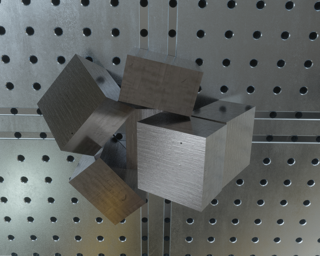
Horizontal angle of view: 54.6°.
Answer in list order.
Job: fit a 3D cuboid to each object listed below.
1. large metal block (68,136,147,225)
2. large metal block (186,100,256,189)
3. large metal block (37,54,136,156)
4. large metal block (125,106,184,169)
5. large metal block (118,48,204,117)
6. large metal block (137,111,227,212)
[{"bbox_3d":[-0.062,0.063,0.405,0.050,0.080,0.080,-38,106,12],"label":"large metal block"},{"bbox_3d":[0.074,0.016,0.382,0.050,0.081,0.079,14,114,35],"label":"large metal block"},{"bbox_3d":[-0.089,-0.026,0.367,0.080,0.080,0.050,-47,148,15],"label":"large metal block"},{"bbox_3d":[-0.001,0.007,0.402,0.080,0.050,0.079,1,110,-1],"label":"large metal block"},{"bbox_3d":[0.001,-0.057,0.363,0.080,0.080,0.050,12,110,-4],"label":"large metal block"},{"bbox_3d":[0.023,0.032,0.338,0.080,0.050,0.079,13,113,31],"label":"large metal block"}]
